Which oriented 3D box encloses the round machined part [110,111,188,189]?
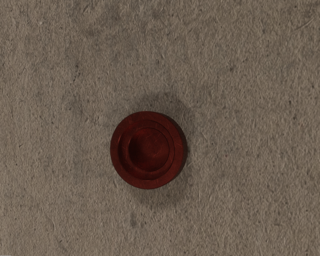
[{"bbox_3d":[-0.011,0.027,0.403,0.098,0.042,0.097,0,90,19],"label":"round machined part"}]
